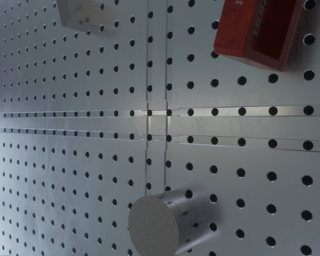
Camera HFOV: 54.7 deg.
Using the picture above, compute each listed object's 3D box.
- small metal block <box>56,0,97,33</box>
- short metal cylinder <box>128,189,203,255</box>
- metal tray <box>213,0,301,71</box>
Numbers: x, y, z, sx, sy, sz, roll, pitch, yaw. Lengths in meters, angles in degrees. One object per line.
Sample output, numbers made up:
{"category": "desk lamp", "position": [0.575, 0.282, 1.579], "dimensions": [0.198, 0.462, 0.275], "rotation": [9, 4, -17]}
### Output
{"category": "small metal block", "position": [-0.136, -0.189, 0.505], "dimensions": [0.025, 0.050, 0.050], "rotation": [-24, 75, 37]}
{"category": "short metal cylinder", "position": [0.006, 0.121, 0.388], "dimensions": [0.080, 0.050, 0.079], "rotation": [0, 90, 40]}
{"category": "metal tray", "position": [0.099, -0.124, 0.284], "dimensions": [0.030, 0.091, 0.129], "rotation": [21, 103, 38]}
